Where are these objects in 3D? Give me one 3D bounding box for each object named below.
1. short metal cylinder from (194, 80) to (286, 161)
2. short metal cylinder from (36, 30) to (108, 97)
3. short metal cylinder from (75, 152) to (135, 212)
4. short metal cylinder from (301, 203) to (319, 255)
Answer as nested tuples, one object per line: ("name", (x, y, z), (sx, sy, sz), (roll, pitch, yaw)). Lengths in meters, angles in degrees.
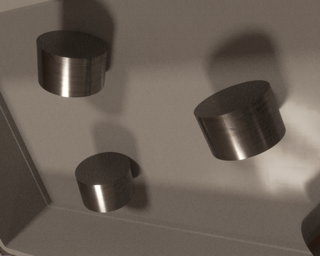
("short metal cylinder", (0.082, -0.009, 0.323), (0.080, 0.080, 0.050), (-14, 111, 33))
("short metal cylinder", (-0.107, -0.080, 0.378), (0.080, 0.080, 0.050), (23, 127, 13))
("short metal cylinder", (-0.081, 0.079, 0.463), (0.080, 0.080, 0.050), (8, 122, 23))
("short metal cylinder", (0.205, 0.114, 0.336), (0.080, 0.080, 0.050), (28, 128, 10))
